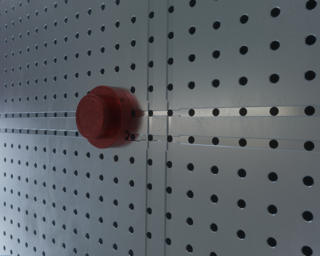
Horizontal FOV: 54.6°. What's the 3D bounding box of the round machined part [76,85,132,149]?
[{"bbox_3d":[-0.092,-0.017,0.476,0.098,0.042,0.097,0,90,40],"label":"round machined part"}]
